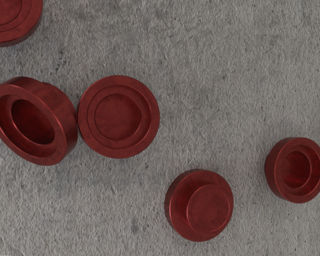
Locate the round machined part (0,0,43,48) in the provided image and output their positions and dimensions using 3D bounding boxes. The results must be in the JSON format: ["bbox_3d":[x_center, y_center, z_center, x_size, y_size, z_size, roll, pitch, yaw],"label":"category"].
[{"bbox_3d":[-0.179,-0.135,0.334,0.099,0.042,0.097,0,90,-20],"label":"round machined part"}]

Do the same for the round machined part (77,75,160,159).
[{"bbox_3d":[-0.053,-0.013,0.380,0.099,0.042,0.097,0,90,-21],"label":"round machined part"}]

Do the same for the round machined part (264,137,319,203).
[{"bbox_3d":[0.201,0.062,0.474,0.099,0.042,0.097,0,90,-20],"label":"round machined part"}]

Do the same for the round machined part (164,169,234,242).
[{"bbox_3d":[0.059,0.107,0.422,0.099,0.042,0.097,0,90,-20],"label":"round machined part"}]

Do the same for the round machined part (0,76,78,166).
[{"bbox_3d":[-0.130,-0.011,0.333,0.098,0.098,0.042,52,38,-13],"label":"round machined part"}]
